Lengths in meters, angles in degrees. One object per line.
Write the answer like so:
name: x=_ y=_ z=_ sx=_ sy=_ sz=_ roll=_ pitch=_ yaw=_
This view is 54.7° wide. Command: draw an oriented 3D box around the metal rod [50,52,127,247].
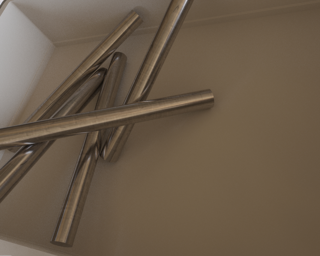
metal rod: x=-0.088 y=0.006 z=0.426 sx=0.025 sy=0.025 sz=0.300 roll=-7 pitch=52 yaw=24

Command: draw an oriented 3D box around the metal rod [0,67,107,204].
metal rod: x=-0.140 y=0.003 z=0.399 sx=0.025 sy=0.025 sz=0.301 roll=-3 pitch=36 yaw=26

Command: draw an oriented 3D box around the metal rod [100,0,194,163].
metal rod: x=-0.005 y=-0.090 z=0.387 sx=0.025 sy=0.025 sz=0.298 roll=36 pitch=105 yaw=38

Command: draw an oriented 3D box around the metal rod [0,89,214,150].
metal rod: x=-0.081 y=-0.008 z=0.368 sx=0.302 sy=0.025 sz=0.025 roll=-12 pitch=52 yaw=-11

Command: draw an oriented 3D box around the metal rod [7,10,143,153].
metal rod: x=-0.142 y=-0.072 z=0.501 sx=0.300 sy=0.025 sz=0.025 roll=-44 pitch=51 yaw=5
